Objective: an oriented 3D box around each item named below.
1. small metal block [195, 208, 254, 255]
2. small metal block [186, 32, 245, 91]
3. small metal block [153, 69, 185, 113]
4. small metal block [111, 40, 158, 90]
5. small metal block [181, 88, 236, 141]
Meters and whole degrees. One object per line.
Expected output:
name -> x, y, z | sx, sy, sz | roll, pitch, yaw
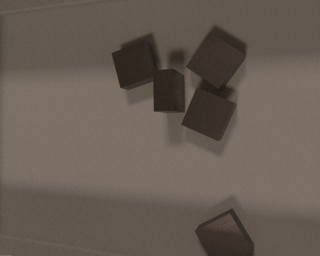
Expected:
small metal block -> 0.080, 0.135, 0.382 | 0.050, 0.025, 0.050 | -33, 80, 16
small metal block -> 0.069, -0.082, 0.386 | 0.050, 0.025, 0.050 | 38, 102, 15
small metal block -> 0.013, -0.045, 0.392 | 0.025, 0.050, 0.050 | -1, 90, 20
small metal block -> -0.032, -0.084, 0.421 | 0.050, 0.025, 0.050 | -16, 85, 19
small metal block -> 0.062, -0.017, 0.388 | 0.050, 0.025, 0.050 | 25, 98, 18
